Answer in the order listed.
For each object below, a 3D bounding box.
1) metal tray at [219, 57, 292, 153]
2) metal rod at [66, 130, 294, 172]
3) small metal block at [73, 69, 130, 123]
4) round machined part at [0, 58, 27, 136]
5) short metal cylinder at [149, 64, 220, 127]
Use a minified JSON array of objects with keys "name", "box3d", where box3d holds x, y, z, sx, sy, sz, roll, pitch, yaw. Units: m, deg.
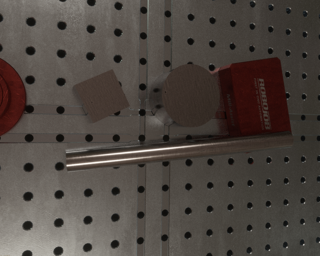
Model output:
[{"name":"metal tray","box3d":[0.145,-0.035,0.465,0.091,0.030,0.129,-12,94,-20]},{"name":"metal rod","box3d":[0.035,0.028,0.406,0.302,0.025,0.025,-5,92,-13]},{"name":"small metal block","box3d":[-0.073,-0.039,0.386,0.050,0.025,0.050,-28,100,-18]},{"name":"round machined part","box3d":[-0.197,-0.034,0.331,0.099,0.042,0.097,0,90,-21]},{"name":"short metal cylinder","box3d":[0.031,-0.041,0.412,0.081,0.050,0.079,0,90,-21]}]
